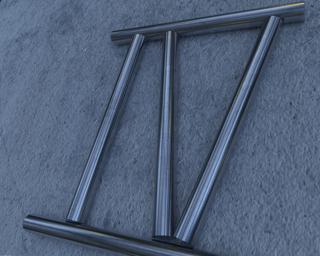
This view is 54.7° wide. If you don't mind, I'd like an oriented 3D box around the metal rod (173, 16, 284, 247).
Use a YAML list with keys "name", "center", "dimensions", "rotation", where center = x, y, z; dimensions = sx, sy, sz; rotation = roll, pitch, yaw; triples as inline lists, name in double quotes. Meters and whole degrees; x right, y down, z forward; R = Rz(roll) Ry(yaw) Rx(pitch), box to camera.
- name: "metal rod"
  center: [0.088, -0.011, 0.364]
  dimensions: [0.025, 0.025, 0.300]
  rotation: [14, 69, 33]

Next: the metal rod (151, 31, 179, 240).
- name: "metal rod"
  center: [0.010, -0.012, 0.405]
  dimensions: [0.025, 0.025, 0.299]
  rotation: [-11, 57, 22]

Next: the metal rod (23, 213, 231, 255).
- name: "metal rod"
  center: [-0.040, 0.130, 0.344]
  dimensions: [0.300, 0.025, 0.025]
  rotation: [1, 62, 28]

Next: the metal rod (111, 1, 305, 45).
- name: "metal rod"
  center: [0.054, -0.154, 0.470]
  dimensions: [0.300, 0.025, 0.025]
  rotation: [1, 62, 28]

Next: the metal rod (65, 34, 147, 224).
- name: "metal rod"
  center: [-0.070, -0.015, 0.448]
  dimensions: [0.025, 0.025, 0.300]
  rotation: [1, 62, 28]
